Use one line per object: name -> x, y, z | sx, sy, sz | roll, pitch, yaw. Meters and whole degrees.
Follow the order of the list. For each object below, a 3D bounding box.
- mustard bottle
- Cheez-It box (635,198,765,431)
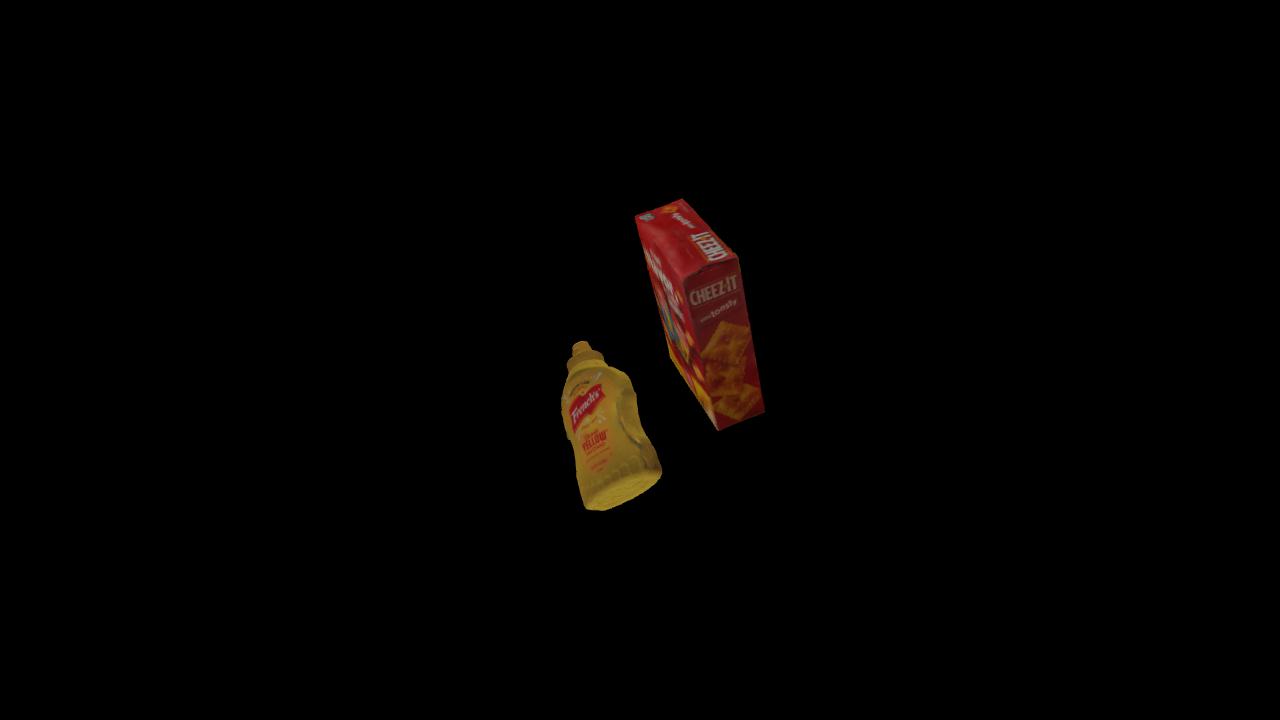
mustard bottle -> -0.041, 0.057, 0.647 | 0.054, 0.184, 0.092 | 15, -44, -44
Cheez-It box -> 0.069, -0.052, 0.716 | 0.071, 0.223, 0.166 | -22, 38, -5
